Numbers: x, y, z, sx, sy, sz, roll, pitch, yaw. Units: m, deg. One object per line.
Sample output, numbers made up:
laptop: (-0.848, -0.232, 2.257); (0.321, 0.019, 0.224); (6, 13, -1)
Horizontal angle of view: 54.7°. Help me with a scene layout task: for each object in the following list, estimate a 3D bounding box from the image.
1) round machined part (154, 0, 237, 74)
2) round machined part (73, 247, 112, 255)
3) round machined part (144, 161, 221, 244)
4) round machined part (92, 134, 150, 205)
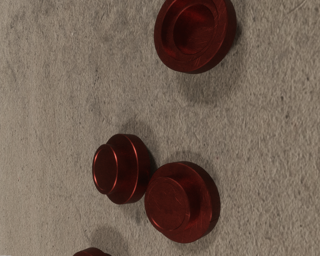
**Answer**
round machined part: (0.043, -0.111, 0.357); (0.098, 0.042, 0.097); (0, 90, 39)
round machined part: (-0.094, 0.231, 0.469); (0.098, 0.042, 0.097); (0, 90, 39)
round machined part: (0.020, 0.091, 0.376); (0.098, 0.042, 0.097); (0, 90, 39)
round machined part: (-0.060, 0.057, 0.429); (0.098, 0.042, 0.097); (-6, 82, 50)
